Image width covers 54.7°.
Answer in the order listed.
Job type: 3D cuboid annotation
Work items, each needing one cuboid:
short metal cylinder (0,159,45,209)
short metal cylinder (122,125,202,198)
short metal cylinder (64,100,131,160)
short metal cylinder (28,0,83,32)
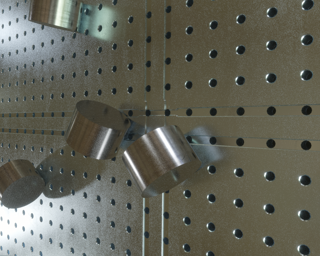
[{"bbox_3d":[-0.271,0.107,0.593,0.050,0.081,0.079,40,114,32],"label":"short metal cylinder"},{"bbox_3d":[0.002,0.041,0.370,0.080,0.081,0.050,-46,63,30],"label":"short metal cylinder"},{"bbox_3d":[-0.089,0.001,0.445,0.080,0.081,0.050,40,114,32],"label":"short metal cylinder"},{"bbox_3d":[-0.171,-0.193,0.512,0.080,0.081,0.050,20,103,38],"label":"short metal cylinder"}]
